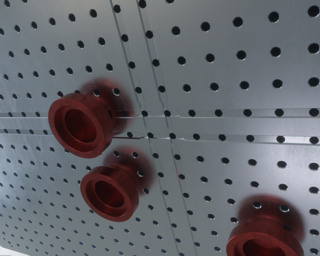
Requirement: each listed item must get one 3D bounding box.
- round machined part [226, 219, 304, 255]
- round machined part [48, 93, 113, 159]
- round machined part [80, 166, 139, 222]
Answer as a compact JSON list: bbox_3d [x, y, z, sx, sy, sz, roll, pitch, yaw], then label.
[{"bbox_3d":[0.145,0.165,0.426,0.098,0.042,0.097,13,124,21],"label":"round machined part"},{"bbox_3d":[-0.111,-0.007,0.455,0.098,0.042,0.097,13,124,21],"label":"round machined part"},{"bbox_3d":[-0.077,0.102,0.504,0.098,0.042,0.097,13,124,21],"label":"round machined part"}]
